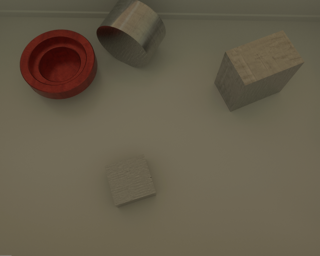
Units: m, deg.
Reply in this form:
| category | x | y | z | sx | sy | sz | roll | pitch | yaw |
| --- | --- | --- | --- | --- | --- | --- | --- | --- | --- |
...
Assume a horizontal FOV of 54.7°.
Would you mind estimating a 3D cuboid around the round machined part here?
| category | x | y | z | sx | sy | sz | roll | pitch | yaw |
| --- | --- | --- | --- | --- | --- | --- | --- | --- | --- |
| round machined part | -0.136 | -0.083 | 0.429 | 0.099 | 0.042 | 0.098 | 0 | 70 | -1 |

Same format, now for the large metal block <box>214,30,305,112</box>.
| category | x | y | z | sx | sy | sz | roll | pitch | yaw |
| --- | --- | --- | --- | --- | --- | --- | --- | --- | --- |
| large metal block | 0.126 | -0.072 | 0.408 | 0.080 | 0.080 | 0.050 | -22 | 72 | -8 |

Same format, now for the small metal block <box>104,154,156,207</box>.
| category | x | y | z | sx | sy | sz | roll | pitch | yaw |
| --- | --- | --- | --- | --- | --- | --- | --- | --- | --- |
| small metal block | -0.036 | 0.066 | 0.385 | 0.050 | 0.025 | 0.050 | -17 | 71 | -7 |

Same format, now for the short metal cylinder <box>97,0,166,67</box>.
| category | x | y | z | sx | sy | sz | roll | pitch | yaw |
| --- | --- | --- | --- | --- | --- | --- | --- | --- | --- |
| short metal cylinder | -0.039 | -0.129 | 0.427 | 0.080 | 0.080 | 0.050 | 26 | 72 | 9 |
